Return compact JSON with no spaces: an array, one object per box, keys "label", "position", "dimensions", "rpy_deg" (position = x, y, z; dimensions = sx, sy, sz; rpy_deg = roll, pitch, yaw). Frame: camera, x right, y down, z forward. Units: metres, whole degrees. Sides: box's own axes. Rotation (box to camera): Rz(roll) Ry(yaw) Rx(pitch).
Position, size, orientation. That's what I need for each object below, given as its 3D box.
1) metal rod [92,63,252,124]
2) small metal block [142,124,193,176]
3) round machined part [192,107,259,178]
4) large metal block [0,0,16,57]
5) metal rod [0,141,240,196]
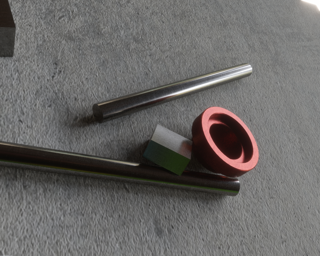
[{"label":"metal rod","position":[0.039,-0.060,0.463],"dimensions":[0.302,0.025,0.025],"rpy_deg":[-21,73,-36]},{"label":"small metal block","position":[0.011,0.025,0.378],"dimensions":[0.050,0.025,0.050],"rpy_deg":[27,23,-3]},{"label":"round machined part","position":[0.082,0.023,0.419],"dimensions":[0.099,0.042,0.098],"rpy_deg":[21,47,-24]},{"label":"large metal block","position":[-0.216,-0.127,0.349],"dimensions":[0.081,0.050,0.080],"rpy_deg":[-10,67,-33]},{"label":"metal rod","position":[-0.039,0.050,0.353],"dimensions":[0.302,0.025,0.025],"rpy_deg":[12,57,-22]}]
